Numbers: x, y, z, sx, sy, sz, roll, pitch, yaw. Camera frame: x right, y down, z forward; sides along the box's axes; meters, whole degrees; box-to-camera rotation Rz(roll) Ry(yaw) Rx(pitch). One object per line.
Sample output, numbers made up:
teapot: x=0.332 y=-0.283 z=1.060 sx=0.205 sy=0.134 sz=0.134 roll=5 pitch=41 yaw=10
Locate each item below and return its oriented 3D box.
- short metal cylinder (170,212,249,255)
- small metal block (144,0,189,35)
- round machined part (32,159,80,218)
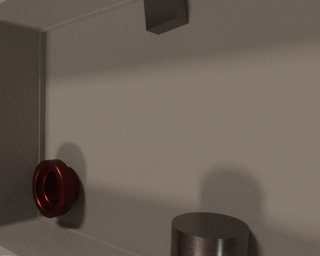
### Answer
short metal cylinder: x=0.052 y=0.126 z=0.327 sx=0.080 sy=0.081 sz=0.050 roll=4 pitch=93 yaw=39
small metal block: x=0.007 y=-0.154 z=0.399 sx=0.050 sy=0.025 sz=0.050 roll=-8 pitch=85 yaw=39
round machined part: x=-0.178 y=0.103 z=0.539 sx=0.098 sy=0.042 sz=0.097 roll=0 pitch=90 yaw=39
